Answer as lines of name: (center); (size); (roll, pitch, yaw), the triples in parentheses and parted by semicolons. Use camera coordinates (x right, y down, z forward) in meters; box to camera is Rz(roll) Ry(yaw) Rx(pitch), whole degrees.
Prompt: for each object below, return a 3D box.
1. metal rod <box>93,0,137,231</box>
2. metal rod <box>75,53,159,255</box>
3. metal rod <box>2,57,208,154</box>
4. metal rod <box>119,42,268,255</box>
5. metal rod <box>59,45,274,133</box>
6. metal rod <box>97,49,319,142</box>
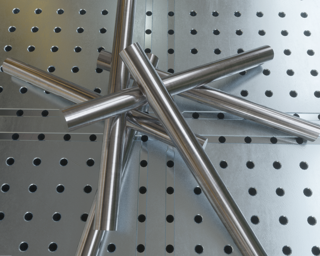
metal rod: (-0.050, -0.036, 0.369); (0.025, 0.025, 0.299); (3, 73, 1)
metal rod: (-0.053, 0.035, 0.398); (0.025, 0.025, 0.300); (14, 70, 5)
metal rod: (-0.082, -0.033, 0.402); (0.301, 0.025, 0.025); (23, 72, 16)
metal rod: (0.045, 0.043, 0.340); (0.025, 0.025, 0.299); (-33, 95, -11)
metal rod: (0.029, -0.057, 0.380); (0.302, 0.025, 0.025); (-22, 71, -26)
metal rod: (0.063, -0.043, 0.411); (0.301, 0.025, 0.025); (19, 71, 0)
